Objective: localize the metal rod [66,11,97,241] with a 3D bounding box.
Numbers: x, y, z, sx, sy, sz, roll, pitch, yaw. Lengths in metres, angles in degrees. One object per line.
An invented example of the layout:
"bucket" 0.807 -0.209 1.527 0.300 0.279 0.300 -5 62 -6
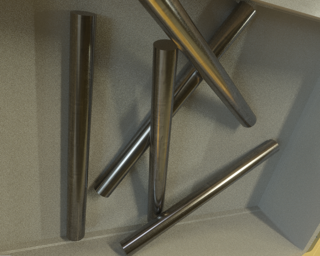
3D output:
"metal rod" -0.096 0.019 0.367 0.025 0.025 0.298 -5 121 -26

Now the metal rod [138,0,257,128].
"metal rod" 0.064 -0.059 0.353 0.025 0.025 0.301 -48 146 6

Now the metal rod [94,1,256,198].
"metal rod" 0.014 -0.030 0.397 0.025 0.025 0.299 32 100 -38

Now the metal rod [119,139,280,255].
"metal rod" 0.073 0.101 0.486 0.302 0.025 0.025 -30 129 -19

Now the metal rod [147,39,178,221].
"metal rod" -0.001 0.032 0.398 0.025 0.025 0.298 -15 134 -20
